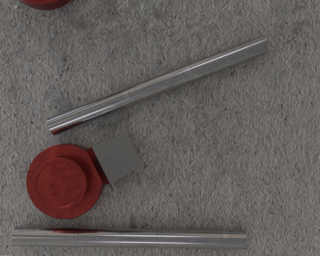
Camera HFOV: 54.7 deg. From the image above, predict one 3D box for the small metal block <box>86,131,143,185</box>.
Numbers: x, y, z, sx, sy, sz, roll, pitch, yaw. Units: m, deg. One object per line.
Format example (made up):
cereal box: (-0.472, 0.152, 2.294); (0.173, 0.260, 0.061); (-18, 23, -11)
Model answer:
small metal block: (-0.058, 0.039, 0.399); (0.050, 0.025, 0.050); (-27, 90, -31)

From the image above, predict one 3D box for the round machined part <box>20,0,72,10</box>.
round machined part: (-0.147, -0.200, 0.400); (0.099, 0.042, 0.097); (0, 90, 0)

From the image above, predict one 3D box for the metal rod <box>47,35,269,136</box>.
metal rod: (-0.002, -0.056, 0.409); (0.301, 0.025, 0.025); (-21, 90, 0)

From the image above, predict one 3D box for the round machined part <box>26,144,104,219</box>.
round machined part: (-0.124, 0.070, 0.401); (0.099, 0.042, 0.097); (0, 90, 0)

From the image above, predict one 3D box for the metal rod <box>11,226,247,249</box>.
metal rod: (-0.039, 0.145, 0.409); (0.302, 0.025, 0.025); (1, 90, -1)
